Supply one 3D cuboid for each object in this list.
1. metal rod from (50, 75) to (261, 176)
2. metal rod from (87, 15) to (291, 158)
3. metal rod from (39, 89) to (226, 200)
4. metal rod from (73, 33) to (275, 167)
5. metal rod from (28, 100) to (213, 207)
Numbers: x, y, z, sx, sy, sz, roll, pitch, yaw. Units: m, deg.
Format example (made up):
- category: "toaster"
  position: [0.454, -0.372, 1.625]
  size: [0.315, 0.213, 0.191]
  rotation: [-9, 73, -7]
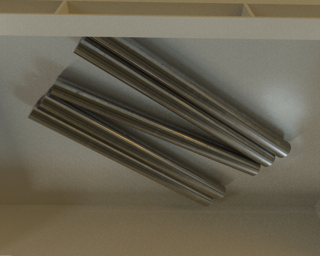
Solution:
- category: "metal rod"
  position: [0.008, 0.004, 0.411]
  size: [0.302, 0.025, 0.025]
  rotation: [23, 127, -19]
- category: "metal rod"
  position: [0.052, -0.037, 0.376]
  size: [0.301, 0.025, 0.025]
  rotation: [29, 124, -23]
- category: "metal rod"
  position: [-0.022, 0.033, 0.436]
  size: [0.301, 0.025, 0.025]
  rotation: [31, 124, -24]
- category: "metal rod"
  position: [0.035, -0.023, 0.388]
  size: [0.301, 0.025, 0.025]
  rotation: [29, 124, -23]
- category: "metal rod"
  position: [-0.040, 0.047, 0.447]
  size: [0.301, 0.025, 0.025]
  rotation: [31, 124, -24]
